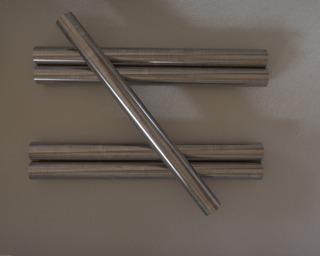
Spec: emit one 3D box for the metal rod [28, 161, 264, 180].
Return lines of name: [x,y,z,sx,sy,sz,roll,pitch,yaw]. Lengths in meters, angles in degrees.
metal rod: [-0.018,0.056,0.409,0.302,0.025,0.025,0,90,0]

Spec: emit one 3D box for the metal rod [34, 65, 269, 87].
metal rod: [-0.011,-0.069,0.409,0.302,0.025,0.025,1,90,0]

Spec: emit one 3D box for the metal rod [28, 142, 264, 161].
metal rod: [-0.017,0.031,0.409,0.302,0.025,0.025,0,90,0]

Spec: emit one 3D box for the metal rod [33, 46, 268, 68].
metal rod: [-0.012,-0.093,0.409,0.302,0.025,0.025,1,90,0]

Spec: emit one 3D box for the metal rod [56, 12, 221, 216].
metal rod: [-0.026,-0.017,0.385,0.025,0.025,0.300,-38,90,0]
